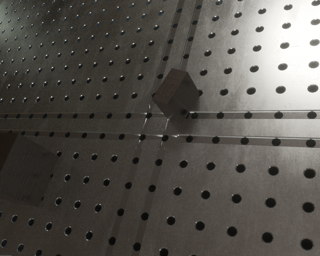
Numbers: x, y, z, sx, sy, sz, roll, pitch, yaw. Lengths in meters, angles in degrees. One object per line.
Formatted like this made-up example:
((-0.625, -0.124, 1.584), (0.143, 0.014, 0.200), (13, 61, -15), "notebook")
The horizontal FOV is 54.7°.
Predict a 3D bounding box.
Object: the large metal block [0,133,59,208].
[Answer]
((-0.204, 0.060, 0.440), (0.050, 0.080, 0.080), (0, 62, 28), "large metal block")

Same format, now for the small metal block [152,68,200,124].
((0.022, -0.041, 0.405), (0.025, 0.050, 0.050), (22, 73, 36), "small metal block")
